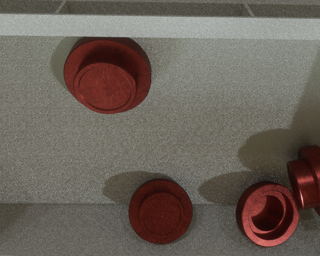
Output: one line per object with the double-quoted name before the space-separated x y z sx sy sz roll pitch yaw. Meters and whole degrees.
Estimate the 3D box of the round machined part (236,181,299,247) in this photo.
"round machined part" 0.165 0.131 0.490 0.099 0.042 0.097 -1 93 -13

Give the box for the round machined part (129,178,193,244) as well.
"round machined part" 0.001 0.129 0.472 0.099 0.042 0.097 0 89 -4

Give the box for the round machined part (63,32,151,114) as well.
"round machined part" -0.059 -0.054 0.351 0.099 0.042 0.097 0 130 0

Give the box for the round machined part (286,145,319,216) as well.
"round machined part" 0.207 0.075 0.426 0.042 0.098 0.098 -15 129 12
